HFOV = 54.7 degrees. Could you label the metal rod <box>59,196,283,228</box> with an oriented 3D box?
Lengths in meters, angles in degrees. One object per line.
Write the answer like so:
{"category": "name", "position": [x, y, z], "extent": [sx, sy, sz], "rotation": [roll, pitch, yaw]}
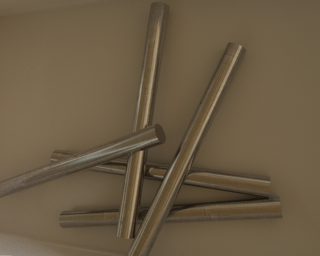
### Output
{"category": "metal rod", "position": [0.000, 0.113, 0.408], "extent": [0.301, 0.025, 0.025], "rotation": [-9, 87, 19]}

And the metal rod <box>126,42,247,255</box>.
{"category": "metal rod", "position": [0.029, 0.037, 0.377], "extent": [0.025, 0.025, 0.299], "rotation": [26, 90, 18]}

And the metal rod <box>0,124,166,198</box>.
{"category": "metal rod", "position": [-0.129, 0.053, 0.426], "extent": [0.300, 0.025, 0.025], "rotation": [-20, 84, 24]}

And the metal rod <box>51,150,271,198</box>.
{"category": "metal rod", "position": [-0.013, 0.057, 0.412], "extent": [0.301, 0.025, 0.025], "rotation": [5, 92, 19]}

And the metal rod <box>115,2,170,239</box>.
{"category": "metal rod", "position": [-0.021, -0.013, 0.397], "extent": [0.025, 0.025, 0.298], "rotation": [7, 86, 19]}
